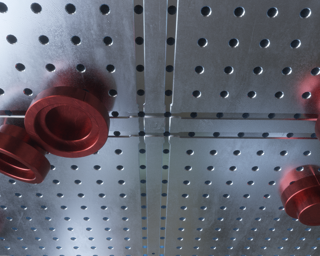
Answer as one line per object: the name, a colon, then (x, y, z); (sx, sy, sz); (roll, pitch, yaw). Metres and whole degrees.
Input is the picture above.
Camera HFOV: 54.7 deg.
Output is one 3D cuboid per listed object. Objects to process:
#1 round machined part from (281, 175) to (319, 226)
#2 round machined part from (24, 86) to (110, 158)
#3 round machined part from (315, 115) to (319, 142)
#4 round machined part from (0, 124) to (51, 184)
round machined part: (0.257, 0.125, 0.512); (0.099, 0.042, 0.097); (-1, 130, 0)
round machined part: (-0.112, -0.012, 0.388); (0.099, 0.042, 0.097); (-1, 129, -1)
round machined part: (0.248, -0.011, 0.395); (0.099, 0.042, 0.097); (-1, 130, 0)
round machined part: (-0.190, 0.031, 0.410); (0.098, 0.042, 0.098); (14, 146, 10)
